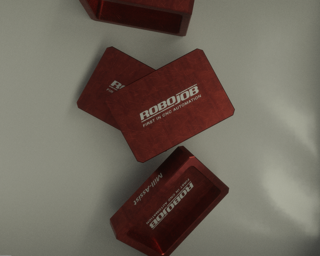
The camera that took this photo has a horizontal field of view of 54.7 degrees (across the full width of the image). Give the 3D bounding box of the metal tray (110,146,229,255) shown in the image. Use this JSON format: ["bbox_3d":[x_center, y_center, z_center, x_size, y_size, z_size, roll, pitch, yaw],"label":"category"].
[{"bbox_3d":[0.014,0.096,0.386,0.130,0.030,0.090,-47,123,0],"label":"metal tray"}]

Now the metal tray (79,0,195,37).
[{"bbox_3d":[-0.027,-0.150,0.378,0.131,0.090,0.030,10,90,0],"label":"metal tray"}]

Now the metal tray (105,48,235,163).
[{"bbox_3d":[0.012,-0.026,0.378,0.130,0.030,0.090,-28,90,-1],"label":"metal tray"}]

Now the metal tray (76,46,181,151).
[{"bbox_3d":[-0.030,-0.036,0.409,0.130,0.030,0.090,29,90,0],"label":"metal tray"}]
